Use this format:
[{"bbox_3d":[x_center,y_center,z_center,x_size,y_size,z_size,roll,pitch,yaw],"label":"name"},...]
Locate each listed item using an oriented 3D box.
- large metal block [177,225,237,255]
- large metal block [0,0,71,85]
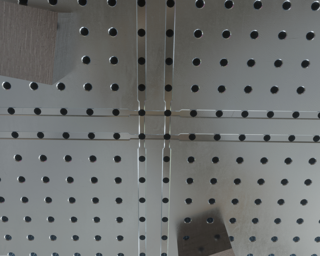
[{"bbox_3d":[0.080,0.210,0.479,0.080,0.050,0.080,-21,109,7],"label":"large metal block"},{"bbox_3d":[-0.155,-0.101,0.361,0.081,0.050,0.079,11,110,-5],"label":"large metal block"}]
